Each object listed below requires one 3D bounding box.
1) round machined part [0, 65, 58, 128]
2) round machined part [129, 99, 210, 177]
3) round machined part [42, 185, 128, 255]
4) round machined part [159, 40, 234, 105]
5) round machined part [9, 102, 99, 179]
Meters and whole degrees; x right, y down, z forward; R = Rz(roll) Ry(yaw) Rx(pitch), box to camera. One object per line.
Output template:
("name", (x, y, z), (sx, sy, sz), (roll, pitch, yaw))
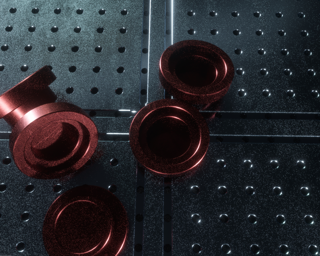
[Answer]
("round machined part", (-0.172, -0.035, 0.394), (0.098, 0.098, 0.042), (-39, 111, -13))
("round machined part", (0.012, 0.015, 0.397), (0.099, 0.042, 0.098), (0, 70, 0))
("round machined part", (-0.087, 0.115, 0.360), (0.099, 0.042, 0.098), (0, 70, -1))
("round machined part", (0.047, -0.071, 0.422), (0.099, 0.042, 0.098), (3, 58, -4))
("round machined part", (-0.128, 0.011, 0.373), (0.098, 0.098, 0.042), (-35, 48, -12))
